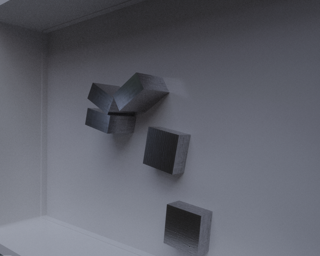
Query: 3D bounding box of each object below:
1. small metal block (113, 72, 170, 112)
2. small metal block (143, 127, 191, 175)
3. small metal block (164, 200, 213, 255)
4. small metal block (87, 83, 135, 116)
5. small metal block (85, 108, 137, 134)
[{"bbox_3d":[-0.025,-0.046,0.411,0.050,0.050,0.025,-37,67,34],"label":"small metal block"},{"bbox_3d":[0.008,0.028,0.400,0.050,0.025,0.050,15,100,39],"label":"small metal block"},{"bbox_3d":[0.034,0.122,0.379,0.050,0.025,0.050,8,95,39],"label":"small metal block"},{"bbox_3d":[-0.067,-0.041,0.446,0.050,0.050,0.025,36,112,34],"label":"small metal block"},{"bbox_3d":[-0.071,-0.011,0.450,0.050,0.050,0.025,19,102,38],"label":"small metal block"}]
